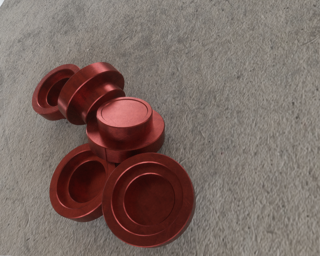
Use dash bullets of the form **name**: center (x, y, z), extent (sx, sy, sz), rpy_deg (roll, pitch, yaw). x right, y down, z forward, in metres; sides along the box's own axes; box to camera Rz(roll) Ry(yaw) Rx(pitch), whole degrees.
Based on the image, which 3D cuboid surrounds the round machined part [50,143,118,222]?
- **round machined part**: center (-0.088, 0.071, 0.396), extent (0.098, 0.042, 0.098), rpy_deg (-13, 56, 21)

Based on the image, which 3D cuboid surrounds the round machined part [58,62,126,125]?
- **round machined part**: center (-0.087, -0.040, 0.431), extent (0.098, 0.098, 0.042), rpy_deg (-44, 71, -3)

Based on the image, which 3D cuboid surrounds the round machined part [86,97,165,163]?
- **round machined part**: center (-0.043, -0.004, 0.390), extent (0.099, 0.042, 0.098), rpy_deg (0, 37, 0)

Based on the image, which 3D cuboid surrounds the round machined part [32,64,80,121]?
- **round machined part**: center (-0.156, -0.054, 0.508), extent (0.098, 0.042, 0.098), rpy_deg (-13, 56, 21)

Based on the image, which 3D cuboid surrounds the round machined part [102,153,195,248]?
- **round machined part**: center (-0.010, 0.080, 0.340), extent (0.098, 0.042, 0.098), rpy_deg (-5, 66, 11)
